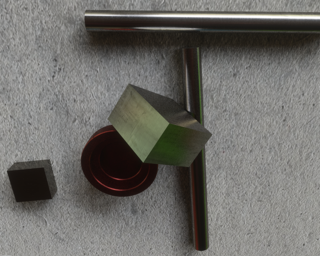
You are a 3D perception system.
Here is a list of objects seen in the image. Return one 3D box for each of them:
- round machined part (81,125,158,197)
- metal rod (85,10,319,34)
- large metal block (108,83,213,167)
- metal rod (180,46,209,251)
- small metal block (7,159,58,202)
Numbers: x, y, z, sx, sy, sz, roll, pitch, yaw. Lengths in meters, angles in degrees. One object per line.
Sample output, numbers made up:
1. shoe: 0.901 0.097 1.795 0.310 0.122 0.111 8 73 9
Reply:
1. round machined part: -0.051 0.039 0.412 0.099 0.042 0.097 1 113 2
2. metal rod: 0.066 -0.124 0.364 0.302 0.025 0.025 0 110 -1
3. large metal block: 0.000 -0.001 0.363 0.080 0.080 0.050 13 116 -48
4. metal rod: 0.050 0.041 0.425 0.025 0.025 0.298 -5 110 1
5. small metal block: -0.178 0.074 0.435 0.050 0.025 0.050 -6 110 1
